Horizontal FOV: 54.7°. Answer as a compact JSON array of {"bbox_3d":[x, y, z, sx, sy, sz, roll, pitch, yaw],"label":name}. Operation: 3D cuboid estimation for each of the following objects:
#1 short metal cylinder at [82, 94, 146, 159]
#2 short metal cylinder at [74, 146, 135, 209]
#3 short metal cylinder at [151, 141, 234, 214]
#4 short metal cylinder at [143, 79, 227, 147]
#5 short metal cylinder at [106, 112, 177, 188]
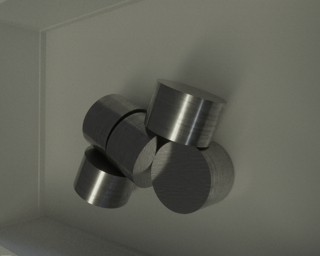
[{"bbox_3d":[-0.054,0.001,0.411,0.050,0.081,0.079,32,110,35],"label":"short metal cylinder"},{"bbox_3d":[-0.072,0.064,0.425,0.080,0.081,0.050,36,112,34],"label":"short metal cylinder"},{"bbox_3d":[0.037,0.053,0.356,0.080,0.050,0.079,0,90,39],"label":"short metal cylinder"},{"bbox_3d":[0.027,-0.018,0.345,0.080,0.081,0.050,29,108,36],"label":"short metal cylinder"},{"bbox_3d":[-0.019,0.027,0.383,0.050,0.081,0.079,33,111,35],"label":"short metal cylinder"}]
